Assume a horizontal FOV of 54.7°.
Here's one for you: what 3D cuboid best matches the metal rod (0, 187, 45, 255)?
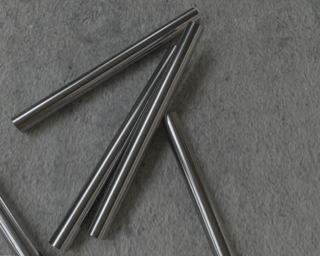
[{"bbox_3d":[-0.194,0.094,0.371,0.025,0.025,0.300,-38,75,-13],"label":"metal rod"}]

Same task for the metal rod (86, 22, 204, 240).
[{"bbox_3d":[-0.013,-0.007,0.395,0.025,0.025,0.299,23,77,8],"label":"metal rod"}]

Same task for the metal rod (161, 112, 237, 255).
[{"bbox_3d":[0.063,0.117,0.366,0.025,0.025,0.299,-19,71,-7],"label":"metal rod"}]

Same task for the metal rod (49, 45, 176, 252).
[{"bbox_3d":[-0.046,0.013,0.402,0.025,0.025,0.300,27,72,9],"label":"metal rod"}]

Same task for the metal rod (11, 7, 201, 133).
[{"bbox_3d":[-0.067,-0.087,0.439,0.301,0.025,0.025,-35,74,-12],"label":"metal rod"}]
